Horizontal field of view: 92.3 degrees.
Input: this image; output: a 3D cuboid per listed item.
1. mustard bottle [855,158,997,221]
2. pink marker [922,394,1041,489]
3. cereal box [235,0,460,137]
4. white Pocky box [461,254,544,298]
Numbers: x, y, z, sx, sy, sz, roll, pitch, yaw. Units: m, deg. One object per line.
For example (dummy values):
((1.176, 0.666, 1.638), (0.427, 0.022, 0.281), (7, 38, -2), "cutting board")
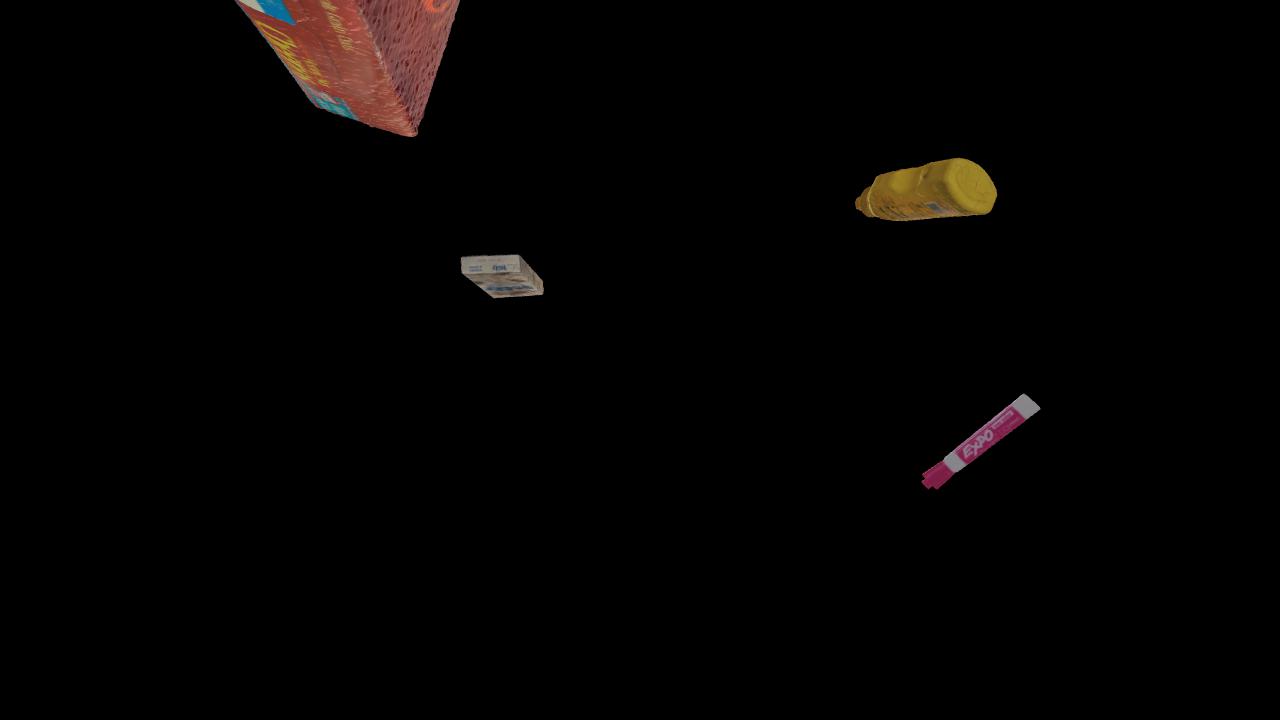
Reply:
((0.349, -0.211, 0.794), (0.092, 0.054, 0.184), (16, 0, -25), "mustard bottle")
((0.311, 0.078, 0.567), (0.121, 0.020, 0.020), (-47, -18, 18), "pink marker")
((-0.121, -0.299, 0.318), (0.081, 0.306, 0.203), (18, -3, -11), "cereal box")
((-0.198, -0.121, 0.902), (0.084, 0.028, 0.154), (-3, -6, 2), "white Pocky box")
